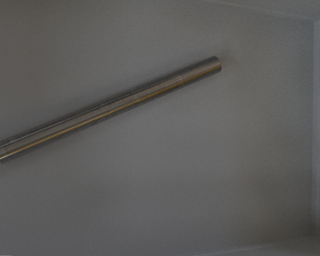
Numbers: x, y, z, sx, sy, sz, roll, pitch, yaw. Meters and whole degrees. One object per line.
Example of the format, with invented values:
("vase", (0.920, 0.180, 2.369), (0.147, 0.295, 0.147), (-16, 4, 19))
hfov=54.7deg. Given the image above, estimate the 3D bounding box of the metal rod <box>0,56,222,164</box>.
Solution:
("metal rod", (-0.050, -0.031, 0.392), (0.302, 0.025, 0.025), (-25, 99, -19))
